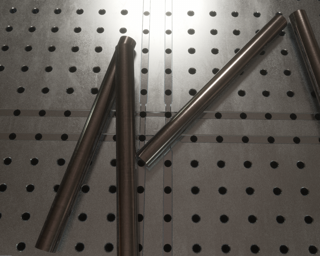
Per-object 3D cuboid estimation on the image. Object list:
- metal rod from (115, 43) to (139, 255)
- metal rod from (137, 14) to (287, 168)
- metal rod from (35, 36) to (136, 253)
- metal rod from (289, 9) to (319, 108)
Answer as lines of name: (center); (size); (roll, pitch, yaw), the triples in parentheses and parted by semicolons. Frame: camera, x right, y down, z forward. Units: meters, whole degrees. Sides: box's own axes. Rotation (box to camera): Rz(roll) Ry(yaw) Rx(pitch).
metal rod: (-0.042, 0.034, 0.385); (0.025, 0.025, 0.299); (-2, 75, -1)
metal rod: (0.080, -0.060, 0.434); (0.025, 0.025, 0.301); (42, 75, 13)
metal rod: (-0.090, 0.006, 0.408); (0.025, 0.025, 0.299); (16, 71, 5)
metal rod: (0.233, -0.035, 0.427); (0.025, 0.025, 0.299); (-8, 70, -3)
